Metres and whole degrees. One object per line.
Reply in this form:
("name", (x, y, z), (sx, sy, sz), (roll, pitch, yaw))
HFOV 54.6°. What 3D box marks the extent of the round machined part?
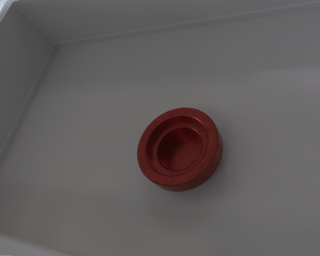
("round machined part", (0.026, 0.028, 0.365), (0.098, 0.042, 0.098), (-13, 56, 21))
